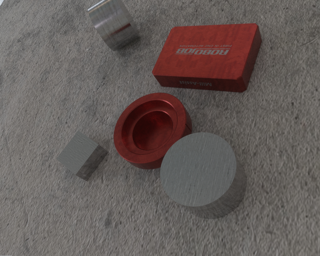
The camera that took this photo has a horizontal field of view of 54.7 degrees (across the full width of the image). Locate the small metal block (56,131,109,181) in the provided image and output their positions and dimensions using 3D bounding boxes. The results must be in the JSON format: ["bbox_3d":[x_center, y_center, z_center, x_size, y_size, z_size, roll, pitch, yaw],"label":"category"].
[{"bbox_3d":[-0.110,0.039,0.438,0.050,0.025,0.050,28,77,37],"label":"small metal block"}]

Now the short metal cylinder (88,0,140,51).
[{"bbox_3d":[-0.075,-0.176,0.516,0.050,0.080,0.080,-28,52,11],"label":"short metal cylinder"}]

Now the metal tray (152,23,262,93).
[{"bbox_3d":[0.063,-0.098,0.428,0.130,0.030,0.090,9,66,32],"label":"metal tray"}]

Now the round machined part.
[{"bbox_3d":[-0.005,0.007,0.392,0.098,0.042,0.098,-13,56,21],"label":"round machined part"}]

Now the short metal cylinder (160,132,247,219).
[{"bbox_3d":[0.047,0.051,0.332,0.080,0.050,0.080,-13,56,21],"label":"short metal cylinder"}]
